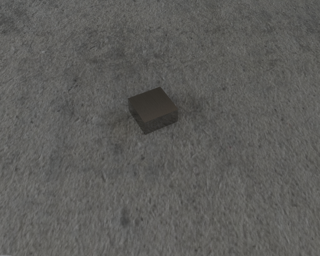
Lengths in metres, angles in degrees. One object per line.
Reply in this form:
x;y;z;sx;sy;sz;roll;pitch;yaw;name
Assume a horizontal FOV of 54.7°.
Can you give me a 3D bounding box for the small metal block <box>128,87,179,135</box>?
-0.010;-0.025;0.424;0.050;0.025;0.050;-22;54;-18;small metal block
